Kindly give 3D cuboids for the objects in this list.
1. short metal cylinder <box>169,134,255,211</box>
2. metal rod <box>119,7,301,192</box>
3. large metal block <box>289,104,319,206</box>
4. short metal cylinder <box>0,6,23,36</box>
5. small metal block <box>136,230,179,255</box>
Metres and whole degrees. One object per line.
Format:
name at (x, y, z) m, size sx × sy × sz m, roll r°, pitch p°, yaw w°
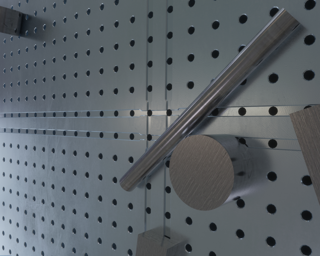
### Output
short metal cylinder at (0.057, 0.047, 0.346) m, size 0.080 × 0.050 × 0.079 m, roll 0°, pitch 90°, yaw 40°
metal rod at (0.040, -0.014, 0.375) m, size 0.299 × 0.025 × 0.025 m, roll -47°, pitch 62°, yaw 29°
large metal block at (0.167, 0.014, 0.255) m, size 0.080 × 0.050 × 0.080 m, roll -22°, pitch 76°, yaw 38°
short metal cylinder at (-0.335, -0.228, 0.650) m, size 0.080 × 0.081 × 0.050 m, roll 22°, pitch 104°, yaw 37°
small metal block at (-0.005, 0.172, 0.414) m, size 0.050 × 0.025 × 0.050 m, roll 12°, pitch 97°, yaw 39°
